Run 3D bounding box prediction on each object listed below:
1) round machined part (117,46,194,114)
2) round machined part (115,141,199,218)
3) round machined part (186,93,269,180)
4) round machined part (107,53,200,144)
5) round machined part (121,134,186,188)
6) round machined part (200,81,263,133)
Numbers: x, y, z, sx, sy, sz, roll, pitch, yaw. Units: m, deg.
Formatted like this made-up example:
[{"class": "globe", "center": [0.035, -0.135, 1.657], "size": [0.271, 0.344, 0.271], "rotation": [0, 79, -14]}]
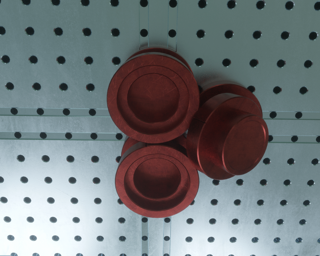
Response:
[{"class": "round machined part", "center": [-0.005, -0.050, 0.387], "size": [0.099, 0.042, 0.097], "rotation": [0, 110, 0]}, {"class": "round machined part", "center": [-0.003, 0.057, 0.380], "size": [0.099, 0.042, 0.097], "rotation": [0, 110, 0]}, {"class": "round machined part", "center": [0.081, 0.013, 0.342], "size": [0.099, 0.042, 0.097], "rotation": [-12, 113, -30]}, {"class": "round machined part", "center": [-0.007, -0.035, 0.346], "size": [0.099, 0.042, 0.097], "rotation": [0, 110, 0]}, {"class": "round machined part", "center": [-0.004, 0.042, 0.420], "size": [0.099, 0.042, 0.097], "rotation": [0, 110, 0]}, {"class": "round machined part", "center": [0.084, -0.009, 0.402], "size": [0.099, 0.042, 0.097], "rotation": [0, 110, 0]}]
